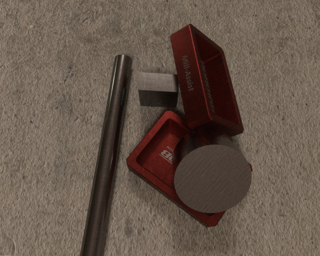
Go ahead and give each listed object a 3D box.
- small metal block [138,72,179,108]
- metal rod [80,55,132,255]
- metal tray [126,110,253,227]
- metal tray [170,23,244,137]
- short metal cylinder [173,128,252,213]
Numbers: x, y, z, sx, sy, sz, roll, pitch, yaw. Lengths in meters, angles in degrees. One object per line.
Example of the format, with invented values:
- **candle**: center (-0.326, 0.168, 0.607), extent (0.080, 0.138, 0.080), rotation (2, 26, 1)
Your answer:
- **small metal block**: center (-0.001, -0.049, 0.413), extent (0.050, 0.050, 0.025), rotation (3, 70, 1)
- **metal rod**: center (-0.067, 0.042, 0.392), extent (0.025, 0.025, 0.299), rotation (6, 70, 2)
- **metal tray**: center (0.035, 0.049, 0.387), extent (0.130, 0.030, 0.090), rotation (35, 73, 11)
- **metal tray**: center (0.061, -0.056, 0.395), extent (0.030, 0.090, 0.129), rotation (-23, 66, 33)
- **short metal cylinder**: center (0.055, 0.046, 0.344), extent (0.081, 0.050, 0.079), rotation (0, 109, -1)
